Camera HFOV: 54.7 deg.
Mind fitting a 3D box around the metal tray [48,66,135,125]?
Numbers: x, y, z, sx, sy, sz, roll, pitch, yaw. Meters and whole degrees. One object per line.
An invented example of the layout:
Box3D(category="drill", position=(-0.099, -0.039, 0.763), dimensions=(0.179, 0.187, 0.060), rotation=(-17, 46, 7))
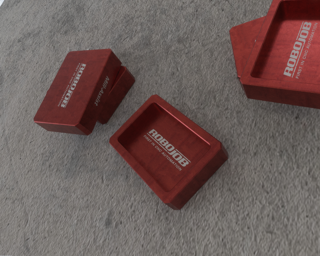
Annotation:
Box3D(category="metal tray", position=(-0.114, -0.067, 0.501), dimensions=(0.130, 0.030, 0.090), rotation=(22, 73, 36))

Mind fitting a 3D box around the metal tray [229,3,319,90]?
Box3D(category="metal tray", position=(0.158, -0.104, 0.381), dimensions=(0.130, 0.030, 0.090), rotation=(-14, 56, 20))

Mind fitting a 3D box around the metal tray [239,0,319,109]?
Box3D(category="metal tray", position=(0.152, -0.088, 0.334), dimensions=(0.090, 0.030, 0.130), rotation=(14, 69, 33))

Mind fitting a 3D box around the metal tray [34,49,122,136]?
Box3D(category="metal tray", position=(-0.120, -0.056, 0.459), dimensions=(0.090, 0.030, 0.130), rotation=(5, 64, 30))

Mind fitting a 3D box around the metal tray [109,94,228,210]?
Box3D(category="metal tray", position=(0.006, 0.024, 0.382), dimensions=(0.090, 0.030, 0.130), rotation=(-46, 51, -4))
